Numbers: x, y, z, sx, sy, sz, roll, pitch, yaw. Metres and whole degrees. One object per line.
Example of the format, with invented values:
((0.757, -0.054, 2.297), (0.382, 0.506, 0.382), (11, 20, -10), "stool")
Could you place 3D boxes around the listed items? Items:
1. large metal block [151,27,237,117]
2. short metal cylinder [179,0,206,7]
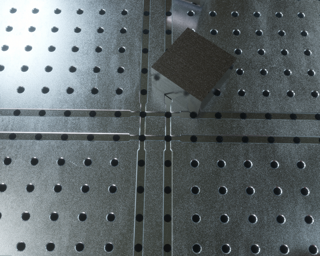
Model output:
((0.045, -0.077, 0.427), (0.080, 0.050, 0.080), (36, 74, 12), "large metal block")
((0.051, -0.231, 0.468), (0.050, 0.080, 0.080), (22, 71, 7), "short metal cylinder")
